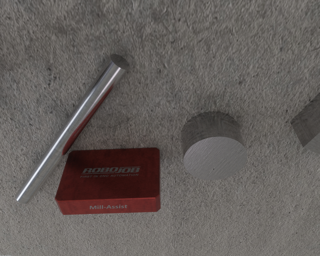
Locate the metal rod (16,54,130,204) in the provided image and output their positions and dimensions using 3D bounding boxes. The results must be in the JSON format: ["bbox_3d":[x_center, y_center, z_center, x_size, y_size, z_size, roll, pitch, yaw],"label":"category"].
[{"bbox_3d":[-0.132,0.019,0.421,0.025,0.025,0.299,29,124,-23],"label":"metal rod"}]

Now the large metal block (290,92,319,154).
[{"bbox_3d":[0.230,-0.006,0.388,0.080,0.050,0.079,21,127,-17],"label":"large metal block"}]

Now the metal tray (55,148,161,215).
[{"bbox_3d":[-0.065,0.070,0.423,0.131,0.090,0.030,-2,130,1],"label":"metal tray"}]

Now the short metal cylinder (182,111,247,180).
[{"bbox_3d":[0.070,0.024,0.412,0.081,0.050,0.079,0,130,0],"label":"short metal cylinder"}]
